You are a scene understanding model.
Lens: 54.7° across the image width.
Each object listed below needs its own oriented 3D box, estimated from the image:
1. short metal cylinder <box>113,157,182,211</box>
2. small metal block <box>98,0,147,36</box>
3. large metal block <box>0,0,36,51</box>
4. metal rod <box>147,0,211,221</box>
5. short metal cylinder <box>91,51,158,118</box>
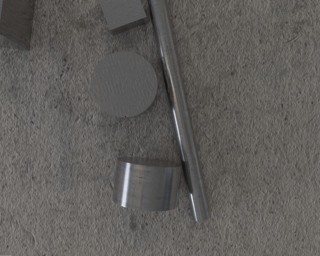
[{"bbox_3d":[-0.016,0.066,0.382,0.080,0.080,0.050,6,90,0],"label":"short metal cylinder"},{"bbox_3d":[-0.049,-0.157,0.409,0.050,0.025,0.050,-21,90,0],"label":"small metal block"},{"bbox_3d":[-0.198,-0.147,0.381,0.050,0.080,0.080,7,90,0],"label":"large metal block"},{"bbox_3d":[0.025,-0.027,0.409,0.025,0.025,0.298,-12,90,0],"label":"metal rod"},{"bbox_3d":[-0.043,-0.053,0.397,0.081,0.050,0.079,0,90,0],"label":"short metal cylinder"}]
